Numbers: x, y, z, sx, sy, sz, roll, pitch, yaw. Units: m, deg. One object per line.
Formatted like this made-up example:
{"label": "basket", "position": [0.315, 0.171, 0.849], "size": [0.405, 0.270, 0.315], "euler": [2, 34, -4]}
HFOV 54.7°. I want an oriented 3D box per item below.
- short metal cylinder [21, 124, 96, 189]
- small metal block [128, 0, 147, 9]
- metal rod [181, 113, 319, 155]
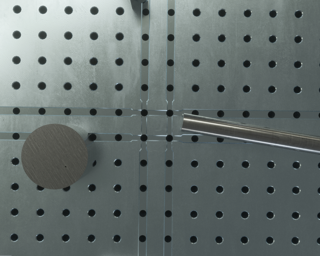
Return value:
{"label": "short metal cylinder", "position": [-0.128, 0.035, 0.400], "size": [0.081, 0.050, 0.080], "euler": [0, 90, -1]}
{"label": "small metal block", "position": [-0.040, -0.191, 0.400], "size": [0.025, 0.050, 0.050], "euler": [-31, 90, 0]}
{"label": "metal rod", "position": [0.179, 0.017, 0.414], "size": [0.302, 0.025, 0.025], "euler": [10, 90, 0]}
